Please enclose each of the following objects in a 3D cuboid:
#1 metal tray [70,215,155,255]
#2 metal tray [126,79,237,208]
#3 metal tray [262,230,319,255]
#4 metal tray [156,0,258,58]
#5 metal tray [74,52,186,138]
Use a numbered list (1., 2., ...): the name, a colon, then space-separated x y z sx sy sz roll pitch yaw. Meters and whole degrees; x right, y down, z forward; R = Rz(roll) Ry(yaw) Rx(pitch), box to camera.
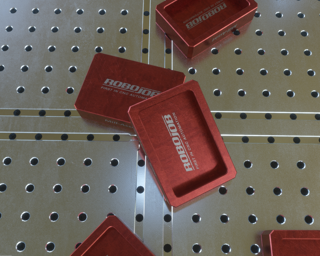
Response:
1. metal tray: -0.039 0.174 0.344 0.130 0.030 0.090 42 75 13
2. metal tray: 0.026 0.018 0.377 0.091 0.030 0.129 -25 95 -9
3. metal tray: 0.189 0.163 0.351 0.131 0.030 0.090 1 70 0
4. metal tray: 0.070 -0.176 0.474 0.131 0.030 0.090 -34 74 -12
5. metal tray: -0.039 -0.045 0.425 0.131 0.030 0.090 14 70 5
